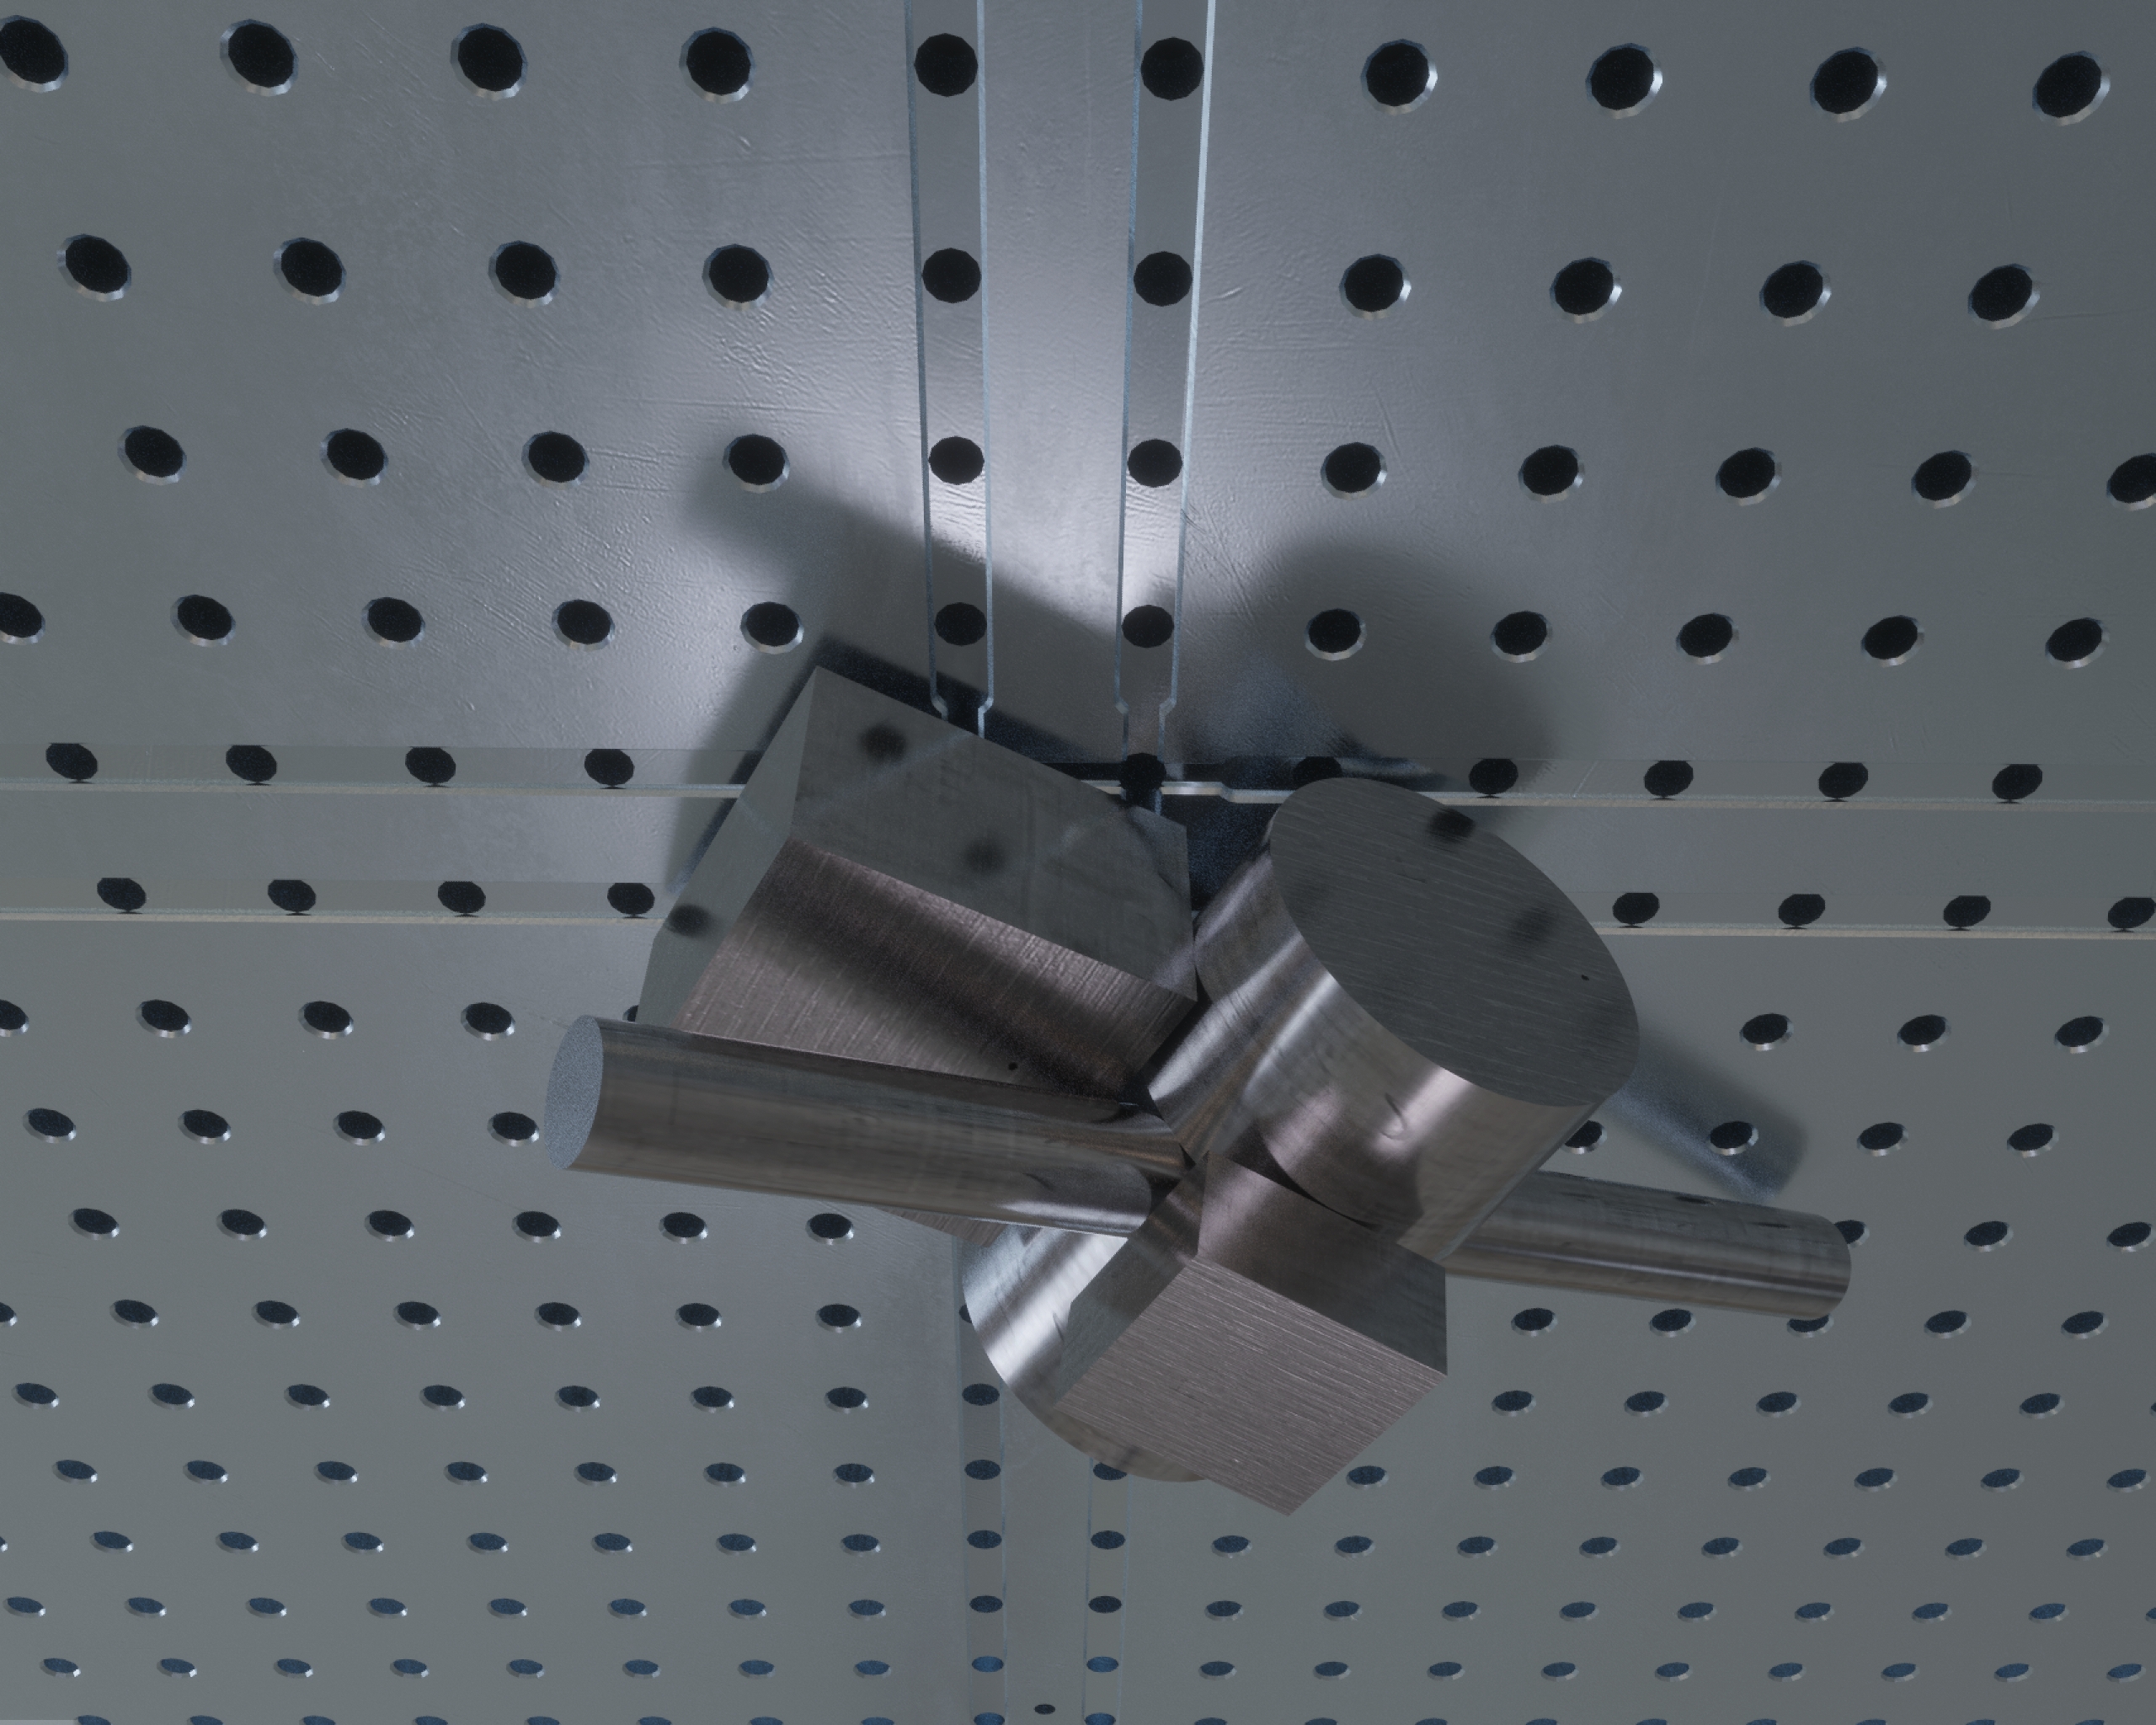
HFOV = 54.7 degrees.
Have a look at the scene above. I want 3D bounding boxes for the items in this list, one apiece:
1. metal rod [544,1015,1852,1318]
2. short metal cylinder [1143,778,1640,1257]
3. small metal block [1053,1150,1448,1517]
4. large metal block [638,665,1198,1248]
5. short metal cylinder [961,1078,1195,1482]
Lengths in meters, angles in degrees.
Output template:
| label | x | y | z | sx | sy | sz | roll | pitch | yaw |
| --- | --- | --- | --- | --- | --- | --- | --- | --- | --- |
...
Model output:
| label | x | y | z | sx | sy | sz | roll | pitch | yaw |
| --- | --- | --- | --- | --- | --- | --- | --- | --- | --- |
| metal rod | 0.045 | 0.066 | 0.412 | 0.302 | 0.025 | 0.025 | 13 | 131 | -31 |
| short metal cylinder | 0.058 | 0.030 | 0.397 | 0.080 | 0.080 | 0.050 | 22 | 127 | -18 |
| small metal block | 0.031 | 0.086 | 0.377 | 0.050 | 0.025 | 0.050 | 28 | 125 | -12 |
| large metal block | -0.033 | 0.021 | 0.405 | 0.080 | 0.050 | 0.080 | 23 | 126 | -19 |
| short metal cylinder | 0.023 | 0.082 | 0.441 | 0.080 | 0.080 | 0.050 | 24 | 126 | -19 |
